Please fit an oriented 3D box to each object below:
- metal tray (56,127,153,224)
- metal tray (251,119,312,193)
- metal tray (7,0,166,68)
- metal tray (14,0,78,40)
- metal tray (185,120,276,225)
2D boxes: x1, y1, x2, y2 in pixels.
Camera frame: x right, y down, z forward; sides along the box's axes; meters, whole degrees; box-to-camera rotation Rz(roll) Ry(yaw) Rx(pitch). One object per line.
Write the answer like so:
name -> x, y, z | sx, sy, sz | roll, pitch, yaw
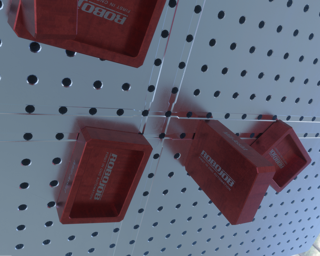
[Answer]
metal tray -> -0.074, 0.067, 0.409 | 0.091, 0.030, 0.129 | 9, 114, -33
metal tray -> 0.216, 0.054, 0.562 | 0.090, 0.030, 0.130 | -46, 130, 3
metal tray -> -0.062, -0.116, 0.292 | 0.131, 0.030, 0.089 | 7, 113, -39
metal tray -> -0.089, -0.141, 0.231 | 0.030, 0.090, 0.129 | -9, 123, -32
metal tray -> 0.089, 0.056, 0.429 | 0.030, 0.130, 0.089 | 0, 118, -29
